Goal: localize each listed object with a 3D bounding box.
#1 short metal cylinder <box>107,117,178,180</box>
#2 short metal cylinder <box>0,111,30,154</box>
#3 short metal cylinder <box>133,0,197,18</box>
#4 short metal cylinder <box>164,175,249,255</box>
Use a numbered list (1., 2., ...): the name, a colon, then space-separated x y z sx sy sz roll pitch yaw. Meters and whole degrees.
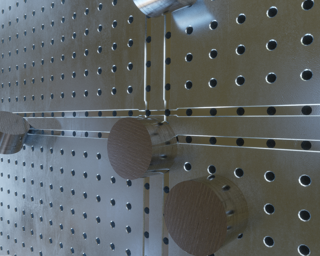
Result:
1. short metal cylinder: -0.024 0.026 0.411 0.080 0.050 0.079 0 90 39
2. short metal cylinder: -0.314 0.009 0.628 0.080 0.081 0.050 44 117 30
3. short metal cylinder: 0.005 -0.179 0.368 0.050 0.081 0.080 -4 87 39
4. short metal cylinder: 0.051 0.096 0.349 0.080 0.050 0.079 0 90 39
